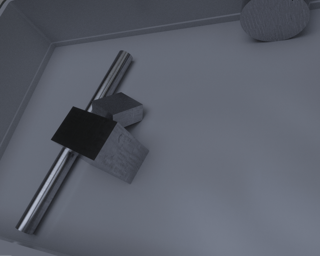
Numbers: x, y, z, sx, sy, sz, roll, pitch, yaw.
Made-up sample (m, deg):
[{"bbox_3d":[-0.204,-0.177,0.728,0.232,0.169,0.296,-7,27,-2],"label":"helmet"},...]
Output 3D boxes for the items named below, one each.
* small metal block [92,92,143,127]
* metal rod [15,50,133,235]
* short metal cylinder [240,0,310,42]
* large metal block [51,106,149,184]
[{"bbox_3d":[-0.060,-0.024,0.434,0.050,0.025,0.050,-23,40,-37],"label":"small metal block"},{"bbox_3d":[-0.118,0.010,0.459,0.025,0.025,0.300,14,69,33],"label":"metal rod"},{"bbox_3d":[0.145,-0.156,0.390,0.080,0.080,0.050,0,62,28],"label":"short metal cylinder"},{"bbox_3d":[-0.074,0.022,0.394,0.080,0.080,0.050,18,72,35],"label":"large metal block"}]
